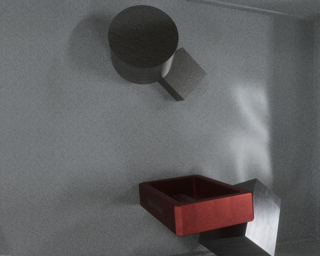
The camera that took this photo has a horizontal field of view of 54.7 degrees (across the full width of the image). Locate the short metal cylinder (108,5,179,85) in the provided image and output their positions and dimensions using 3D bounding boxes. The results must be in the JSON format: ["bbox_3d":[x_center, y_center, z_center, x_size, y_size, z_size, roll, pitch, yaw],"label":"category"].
[{"bbox_3d":[-0.021,-0.099,0.377,0.081,0.050,0.080,1,76,-5],"label":"short metal cylinder"}]

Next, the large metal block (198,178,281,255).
[{"bbox_3d":[0.105,0.122,0.407,0.050,0.080,0.080,39,50,-16],"label":"large metal block"}]

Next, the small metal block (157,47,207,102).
[{"bbox_3d":[0.027,-0.072,0.422,0.050,0.025,0.050,44,76,-15],"label":"small metal block"}]

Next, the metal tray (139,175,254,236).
[{"bbox_3d":[0.036,0.085,0.369,0.091,0.130,0.030,-5,92,-20],"label":"metal tray"}]
